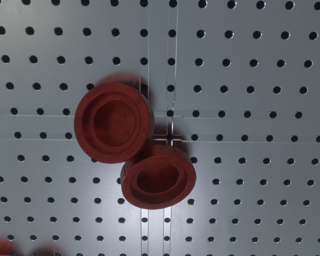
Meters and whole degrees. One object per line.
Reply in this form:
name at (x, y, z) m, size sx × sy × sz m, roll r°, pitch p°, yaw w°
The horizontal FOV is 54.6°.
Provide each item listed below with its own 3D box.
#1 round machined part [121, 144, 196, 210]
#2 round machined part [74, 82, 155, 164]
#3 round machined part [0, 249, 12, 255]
round machined part at (-0.004, 0.061, 0.417) m, size 0.099 × 0.042 × 0.097 m, roll -6°, pitch 126°, yaw -9°
round machined part at (-0.053, -0.005, 0.388) m, size 0.098 × 0.042 × 0.098 m, roll -1°, pitch 87°, yaw 16°
round machined part at (-0.278, 0.241, 0.491) m, size 0.099 × 0.042 × 0.097 m, roll 0°, pitch 110°, yaw 0°
